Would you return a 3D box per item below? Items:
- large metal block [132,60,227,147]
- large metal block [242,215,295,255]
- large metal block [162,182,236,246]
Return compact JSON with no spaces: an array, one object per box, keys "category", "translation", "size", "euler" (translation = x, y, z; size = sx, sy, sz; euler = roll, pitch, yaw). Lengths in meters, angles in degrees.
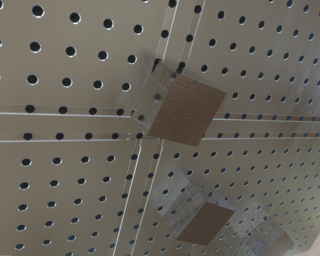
[{"category":"large metal block","translation":[0.023,-0.029,0.392],"size":[0.081,0.050,0.080],"euler":[15,111,-35]},{"category":"large metal block","translation":[0.241,0.253,0.688],"size":[0.080,0.050,0.080],"euler":[-41,130,0]},{"category":"large metal block","translation":[0.066,0.147,0.524],"size":[0.080,0.050,0.080],"euler":[27,103,-38]}]
